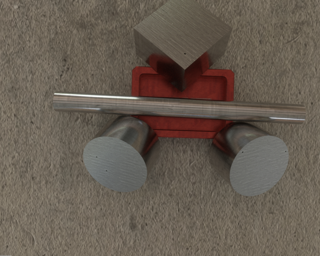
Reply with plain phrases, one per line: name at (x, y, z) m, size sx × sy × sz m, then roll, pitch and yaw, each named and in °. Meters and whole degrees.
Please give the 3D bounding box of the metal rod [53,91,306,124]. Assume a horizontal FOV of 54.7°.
metal rod at (0.024, -0.025, 0.381) m, size 0.302 × 0.025 × 0.025 m, roll 3°, pitch 90°, yaw -1°

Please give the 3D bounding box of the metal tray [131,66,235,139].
metal tray at (0.029, -0.032, 0.409) m, size 0.131 × 0.030 × 0.089 m, roll 2°, pitch 90°, yaw 0°

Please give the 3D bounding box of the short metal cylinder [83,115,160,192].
short metal cylinder at (-0.045, 0.031, 0.380) m, size 0.080 × 0.050 × 0.079 m, roll 9°, pitch 123°, yaw 15°

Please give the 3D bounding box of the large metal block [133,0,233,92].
large metal block at (0.026, -0.105, 0.377) m, size 0.080 × 0.050 × 0.080 m, roll 42°, pitch 73°, yaw 15°

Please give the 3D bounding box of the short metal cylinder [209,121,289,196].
short metal cylinder at (0.109, 0.036, 0.383) m, size 0.081 × 0.050 × 0.079 m, roll -8°, pitch 114°, yaw -18°
